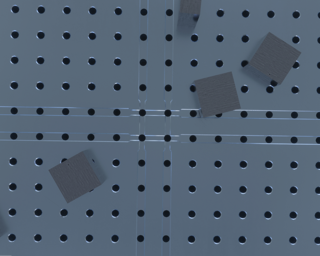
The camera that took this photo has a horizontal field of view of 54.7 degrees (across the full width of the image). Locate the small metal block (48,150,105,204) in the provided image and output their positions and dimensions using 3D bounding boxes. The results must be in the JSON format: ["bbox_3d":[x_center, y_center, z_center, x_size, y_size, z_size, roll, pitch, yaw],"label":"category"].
[{"bbox_3d":[-0.110,0.064,0.412,0.050,0.025,0.050,-29,90,-1],"label":"small metal block"}]

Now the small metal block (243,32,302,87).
[{"bbox_3d":[0.150,-0.091,0.415,0.050,0.025,0.050,33,90,-1],"label":"small metal block"}]

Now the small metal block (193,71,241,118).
[{"bbox_3d":[0.075,-0.044,0.414,0.050,0.025,0.050,-14,90,-1],"label":"small metal block"}]

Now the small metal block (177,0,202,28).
[{"bbox_3d":[0.039,-0.164,0.401,0.025,0.050,0.050,6,90,0],"label":"small metal block"}]
